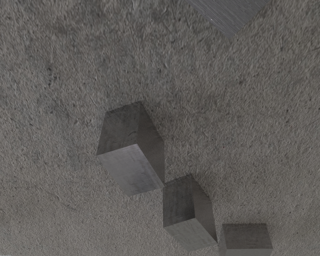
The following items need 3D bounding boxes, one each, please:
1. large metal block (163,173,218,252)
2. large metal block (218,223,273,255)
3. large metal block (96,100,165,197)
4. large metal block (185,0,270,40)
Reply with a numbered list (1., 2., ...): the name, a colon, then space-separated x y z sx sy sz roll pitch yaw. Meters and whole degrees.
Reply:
1. large metal block: 0.046 0.133 0.484 0.050 0.080 0.080 -23 127 18
2. large metal block: 0.157 0.224 0.583 0.080 0.050 0.079 -1 130 0
3. large metal block: -0.033 0.026 0.393 0.050 0.080 0.080 -18 128 14
4. large metal block: 0.059 -0.141 0.271 0.080 0.050 0.080 32 123 -25
